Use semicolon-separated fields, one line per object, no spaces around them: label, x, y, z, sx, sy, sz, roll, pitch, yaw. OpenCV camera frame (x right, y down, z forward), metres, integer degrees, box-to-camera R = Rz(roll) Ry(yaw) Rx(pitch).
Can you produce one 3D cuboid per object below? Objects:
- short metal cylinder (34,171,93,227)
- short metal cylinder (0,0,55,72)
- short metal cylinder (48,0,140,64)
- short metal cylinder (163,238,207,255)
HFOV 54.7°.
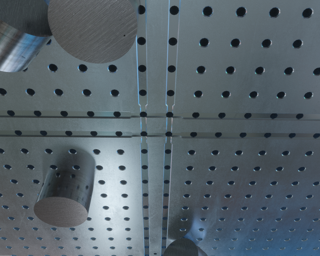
short metal cylinder;-0.150;0.113;0.490;0.081;0.050;0.079;0;130;0
short metal cylinder;-0.146;-0.099;0.289;0.080;0.080;0.050;36;121;-27
short metal cylinder;-0.061;-0.110;0.301;0.081;0.050;0.079;0;130;0
short metal cylinder;0.050;0.263;0.600;0.080;0.080;0.050;-26;126;20
